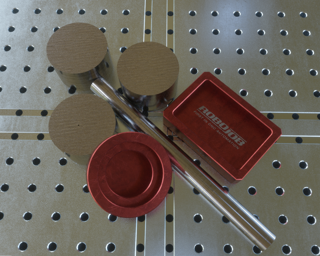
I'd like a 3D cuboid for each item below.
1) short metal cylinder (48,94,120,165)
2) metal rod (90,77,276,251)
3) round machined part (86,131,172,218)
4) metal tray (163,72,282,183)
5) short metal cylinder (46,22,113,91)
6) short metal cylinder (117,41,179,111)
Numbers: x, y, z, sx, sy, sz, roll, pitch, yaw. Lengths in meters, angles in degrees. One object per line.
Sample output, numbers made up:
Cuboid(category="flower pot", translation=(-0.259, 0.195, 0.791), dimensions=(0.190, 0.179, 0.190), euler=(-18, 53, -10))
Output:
Cuboid(category="short metal cylinder", translation=(-0.094, 0.003, 0.396), dimensions=(0.081, 0.050, 0.080), euler=(0, 70, 0))
Cuboid(category="metal rod", translation=(0.020, 0.037, 0.399), dimensions=(0.300, 0.025, 0.025), euler=(42, 75, 14))
Cuboid(category="round machined part", translation=(-0.039, 0.054, 0.371), dimensions=(0.099, 0.042, 0.097), euler=(1, 85, -18))
Cuboid(category="metal tray", translation=(0.079, -0.003, 0.409), dimensions=(0.130, 0.030, 0.090), euler=(42, 76, 13))
Cuboid(category="short metal cylinder", translation=(-0.110, -0.099, 0.434), dimensions=(0.081, 0.050, 0.080), euler=(0, 70, 0))
Cuboid(category="short metal cylinder", translation=(-0.015, -0.070, 0.423), dimensions=(0.081, 0.050, 0.080), euler=(0, 70, 0))
